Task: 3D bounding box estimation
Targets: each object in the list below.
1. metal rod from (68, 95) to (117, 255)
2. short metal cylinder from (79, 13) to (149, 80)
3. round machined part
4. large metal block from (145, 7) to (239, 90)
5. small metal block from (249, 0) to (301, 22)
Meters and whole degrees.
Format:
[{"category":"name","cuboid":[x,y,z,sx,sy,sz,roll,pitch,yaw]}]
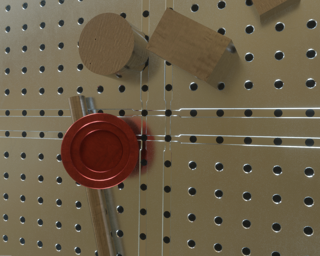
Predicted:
[{"category":"metal rod","cuboid":[-0.091,0.101,0.443,0.025,0.025,0.298,-14,86,19]},{"category":"short metal cylinder","cuboid":[-0.061,-0.108,0.420,0.080,0.050,0.079,0,90,19]},{"category":"round machined part","cuboid":[-0.079,0.031,0.417,0.099,0.042,0.097,1,84,-7]},{"category":"large metal block","cuboid":[0.042,-0.090,0.368,0.080,0.080,0.050,33,101,16]},{"category":"small metal block","cuboid":[0.131,-0.163,0.366,0.050,0.025,0.050,-26,82,17]}]
